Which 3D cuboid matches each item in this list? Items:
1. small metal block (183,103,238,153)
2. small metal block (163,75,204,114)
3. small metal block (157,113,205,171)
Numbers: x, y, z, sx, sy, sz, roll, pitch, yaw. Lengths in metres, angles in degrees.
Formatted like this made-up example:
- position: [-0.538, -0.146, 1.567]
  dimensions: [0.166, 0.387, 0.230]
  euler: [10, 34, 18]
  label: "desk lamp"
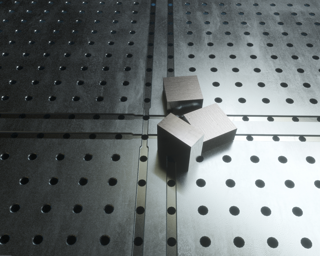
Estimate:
- position: [0.065, -0.001, 0.409]
  dimensions: [0.050, 0.025, 0.050]
  euler: [-20, 53, -16]
  label: "small metal block"
- position: [0.032, -0.049, 0.449]
  dimensions: [0.050, 0.025, 0.050]
  euler: [-5, 50, -4]
  label: "small metal block"
- position: [0.024, 0.017, 0.377]
  dimensions: [0.050, 0.050, 0.025]
  euler: [34, 58, 25]
  label: "small metal block"
